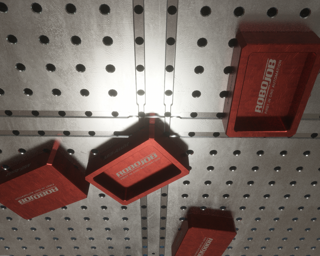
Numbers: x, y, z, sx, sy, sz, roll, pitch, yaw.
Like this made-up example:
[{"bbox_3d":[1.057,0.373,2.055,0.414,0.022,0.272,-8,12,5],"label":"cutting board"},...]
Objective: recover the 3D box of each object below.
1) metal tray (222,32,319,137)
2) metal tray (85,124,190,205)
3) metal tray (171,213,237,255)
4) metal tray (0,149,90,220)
[{"bbox_3d":[0.129,-0.047,0.370,0.091,0.030,0.129,0,130,0],"label":"metal tray"},{"bbox_3d":[-0.034,0.059,0.458,0.130,0.030,0.090,-31,124,23],"label":"metal tray"},{"bbox_3d":[0.081,0.217,0.595,0.091,0.030,0.129,9,130,-9],"label":"metal tray"},{"bbox_3d":[-0.188,0.092,0.484,0.130,0.030,0.090,-23,127,18],"label":"metal tray"}]
